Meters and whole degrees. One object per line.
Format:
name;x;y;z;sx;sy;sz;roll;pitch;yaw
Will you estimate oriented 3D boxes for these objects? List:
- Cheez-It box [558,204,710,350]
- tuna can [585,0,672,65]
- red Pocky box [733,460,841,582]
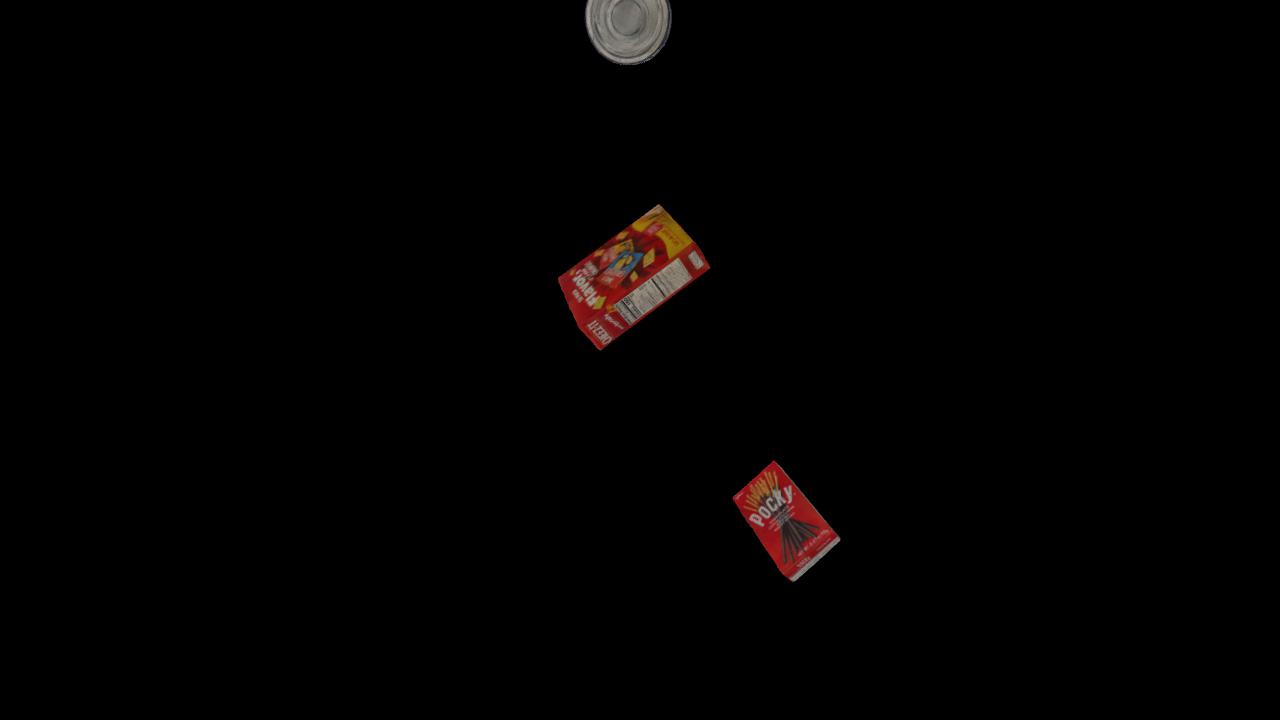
Cheez-It box;-0.016;-0.140;1.008;0.223;0.071;0.166;-36;38;5
tuna can;-0.011;-0.335;0.603;0.084;0.084;0.034;0;27;6
red Pocky box;0.186;0.206;0.805;0.028;0.083;0.155;41;7;-29
